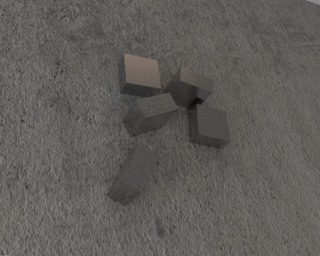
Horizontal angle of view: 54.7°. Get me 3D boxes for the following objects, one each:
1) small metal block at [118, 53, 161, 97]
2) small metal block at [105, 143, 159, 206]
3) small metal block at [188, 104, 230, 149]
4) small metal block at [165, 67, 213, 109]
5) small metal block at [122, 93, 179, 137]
[{"bbox_3d":[-0.029,-0.072,0.432,0.050,0.025,0.050,7,59,-25],"label":"small metal block"},{"bbox_3d":[-0.031,0.052,0.340,0.025,0.050,0.050,32,52,-8],"label":"small metal block"},{"bbox_3d":[0.069,-0.002,0.442,0.050,0.025,0.050,13,56,-21],"label":"small metal block"},{"bbox_3d":[0.040,-0.054,0.442,0.050,0.050,0.025,18,55,-18],"label":"small metal block"},{"bbox_3d":[-0.013,-0.016,0.391,0.050,0.050,0.025,-16,71,-34],"label":"small metal block"}]
